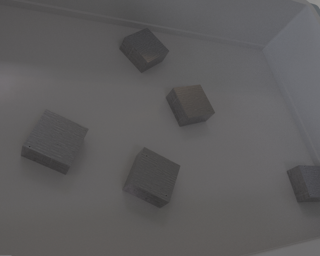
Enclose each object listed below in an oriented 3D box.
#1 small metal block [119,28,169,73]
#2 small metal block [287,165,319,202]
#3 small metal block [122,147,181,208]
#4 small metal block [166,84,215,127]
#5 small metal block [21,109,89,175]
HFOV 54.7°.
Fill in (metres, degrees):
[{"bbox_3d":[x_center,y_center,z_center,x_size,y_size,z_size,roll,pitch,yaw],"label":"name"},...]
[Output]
[{"bbox_3d":[-0.023,-0.117,0.464,0.050,0.025,0.050,48,51,5],"label":"small metal block"},{"bbox_3d":[0.231,0.086,0.477,0.050,0.025,0.050,5,59,-26],"label":"small metal block"},{"bbox_3d":[-0.009,0.058,0.365,0.050,0.025,0.050,29,52,-10],"label":"small metal block"},{"bbox_3d":[0.044,-0.033,0.449,0.050,0.025,0.050,-12,68,-33],"label":"small metal block"},{"bbox_3d":[-0.113,0.015,0.336,0.050,0.025,0.050,26,52,-12],"label":"small metal block"}]
